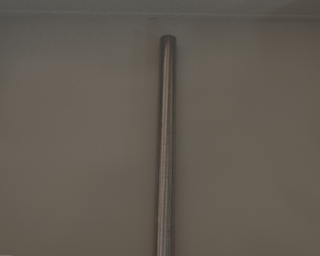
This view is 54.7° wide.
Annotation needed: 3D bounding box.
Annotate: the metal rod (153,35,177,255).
[{"bbox_3d":[0.008,0.010,0.405,0.025,0.025,0.299,2,70,0],"label":"metal rod"}]
